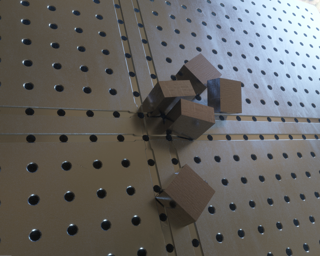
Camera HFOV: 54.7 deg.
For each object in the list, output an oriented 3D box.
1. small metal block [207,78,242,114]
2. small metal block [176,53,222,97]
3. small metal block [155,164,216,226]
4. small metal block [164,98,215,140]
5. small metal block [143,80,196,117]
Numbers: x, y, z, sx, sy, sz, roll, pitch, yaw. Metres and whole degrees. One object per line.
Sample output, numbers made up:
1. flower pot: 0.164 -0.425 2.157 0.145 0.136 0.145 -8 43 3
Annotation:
1. small metal block: 0.100 -0.048 0.476 0.050 0.025 0.050 1 87 -39
2. small metal block: 0.063 -0.086 0.497 0.050 0.025 0.050 46 51 4
3. small metal block: 0.032 0.081 0.378 0.050 0.025 0.050 44 51 1
4. small metal block: 0.039 -0.011 0.421 0.050 0.050 0.025 13 56 -21
5. small metal block: 0.013 -0.040 0.425 0.050 0.050 0.025 -7 66 -32
